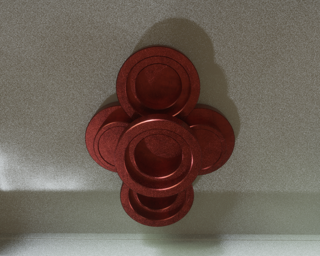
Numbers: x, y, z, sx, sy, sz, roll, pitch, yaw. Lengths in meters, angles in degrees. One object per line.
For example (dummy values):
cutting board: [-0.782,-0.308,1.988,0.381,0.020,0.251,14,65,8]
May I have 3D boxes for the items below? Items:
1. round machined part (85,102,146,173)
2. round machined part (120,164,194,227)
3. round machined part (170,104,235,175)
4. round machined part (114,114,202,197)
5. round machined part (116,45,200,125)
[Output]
round machined part: [-0.049,0.017,0.406,0.099,0.042,0.097,0,110,-1]
round machined part: [-0.004,0.085,0.431,0.099,0.042,0.097,0,110,-1]
round machined part: [0.050,0.020,0.408,0.099,0.042,0.097,0,110,-1]
round machined part: [-0.002,0.029,0.366,0.099,0.042,0.097,0,110,-1]
round machined part: [-0.002,-0.053,0.380,0.099,0.042,0.097,0,110,-1]
